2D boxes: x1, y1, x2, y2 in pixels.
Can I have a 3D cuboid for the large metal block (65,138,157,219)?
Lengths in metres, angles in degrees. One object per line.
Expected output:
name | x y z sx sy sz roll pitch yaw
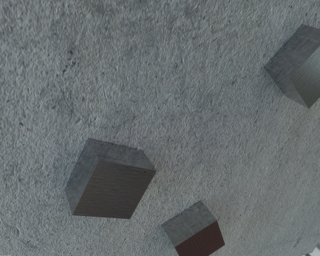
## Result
large metal block | -0.064 0.066 0.397 0.081 0.050 0.080 16 110 -35

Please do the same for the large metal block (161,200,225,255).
large metal block | 0.059 0.186 0.537 0.080 0.050 0.080 -29 128 -10

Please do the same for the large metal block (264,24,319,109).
large metal block | 0.213 -0.088 0.452 0.080 0.050 0.080 -49 129 6
